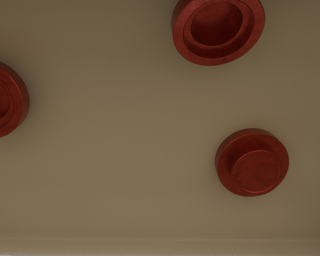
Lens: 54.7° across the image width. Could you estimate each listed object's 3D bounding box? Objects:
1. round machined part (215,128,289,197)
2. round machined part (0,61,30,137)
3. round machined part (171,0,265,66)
[{"bbox_3d":[0.128,0.053,0.423,0.099,0.042,0.097,0,110,0],"label":"round machined part"},{"bbox_3d":[-0.212,-0.039,0.386,0.099,0.042,0.097,0,110,0],"label":"round machined part"},{"bbox_3d":[0.061,-0.120,0.343,0.099,0.042,0.097,-4,143,-3],"label":"round machined part"}]
